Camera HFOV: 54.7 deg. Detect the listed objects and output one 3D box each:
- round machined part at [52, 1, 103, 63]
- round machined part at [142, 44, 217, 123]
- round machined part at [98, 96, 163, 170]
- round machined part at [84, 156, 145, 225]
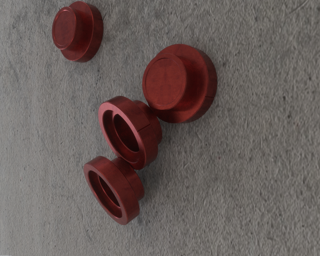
[{"bbox_3d":[-0.141,-0.160,0.511,0.098,0.042,0.097,0,90,40],"label":"round machined part"},{"bbox_3d":[0.017,-0.054,0.380,0.098,0.042,0.097,0,90,40],"label":"round machined part"},{"bbox_3d":[-0.035,0.002,0.405,0.098,0.042,0.097,35,141,34],"label":"round machined part"},{"bbox_3d":[-0.059,0.080,0.425,0.098,0.042,0.097,35,143,33],"label":"round machined part"}]
